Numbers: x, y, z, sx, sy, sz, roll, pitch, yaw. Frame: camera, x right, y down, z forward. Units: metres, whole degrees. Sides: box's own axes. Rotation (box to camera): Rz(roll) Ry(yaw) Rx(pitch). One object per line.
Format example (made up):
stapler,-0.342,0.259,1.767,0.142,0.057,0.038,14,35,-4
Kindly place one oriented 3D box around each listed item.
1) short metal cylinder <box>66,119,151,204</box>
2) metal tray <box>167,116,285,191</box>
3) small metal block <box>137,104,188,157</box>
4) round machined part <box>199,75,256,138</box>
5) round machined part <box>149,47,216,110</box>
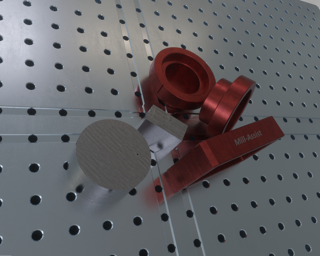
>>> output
short metal cylinder,-0.056,0.037,0.339,0.081,0.050,0.080,14,56,-21
metal tray,0.083,0.032,0.391,0.131,0.090,0.030,-17,71,-35
small metal block,-0.001,0.005,0.389,0.050,0.050,0.025,31,52,-8
round machined part,0.090,-0.031,0.433,0.042,0.097,0.099,32,49,18
round machined part,0.029,-0.067,0.453,0.099,0.042,0.098,13,56,-20
